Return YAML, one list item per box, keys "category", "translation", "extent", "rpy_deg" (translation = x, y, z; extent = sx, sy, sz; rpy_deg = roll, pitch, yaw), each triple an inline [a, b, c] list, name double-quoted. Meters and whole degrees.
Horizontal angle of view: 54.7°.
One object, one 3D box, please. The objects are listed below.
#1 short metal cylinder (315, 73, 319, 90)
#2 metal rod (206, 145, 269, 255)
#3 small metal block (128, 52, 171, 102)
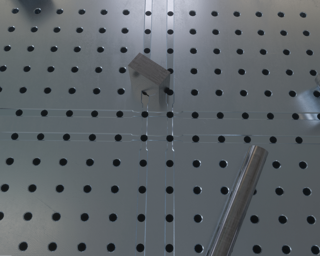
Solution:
- category: "short metal cylinder"
  translation: [0.256, -0.061, 0.406]
  extent: [0.080, 0.080, 0.050]
  rpy_deg: [-18, 71, -7]
- category: "metal rod"
  translation: [0.063, 0.156, 0.355]
  extent: [0.025, 0.025, 0.300]
  rpy_deg: [24, 72, 8]
- category: "small metal block"
  translation: [-0.014, -0.068, 0.423]
  extent: [0.050, 0.050, 0.025]
  rpy_deg: [35, 74, 11]
